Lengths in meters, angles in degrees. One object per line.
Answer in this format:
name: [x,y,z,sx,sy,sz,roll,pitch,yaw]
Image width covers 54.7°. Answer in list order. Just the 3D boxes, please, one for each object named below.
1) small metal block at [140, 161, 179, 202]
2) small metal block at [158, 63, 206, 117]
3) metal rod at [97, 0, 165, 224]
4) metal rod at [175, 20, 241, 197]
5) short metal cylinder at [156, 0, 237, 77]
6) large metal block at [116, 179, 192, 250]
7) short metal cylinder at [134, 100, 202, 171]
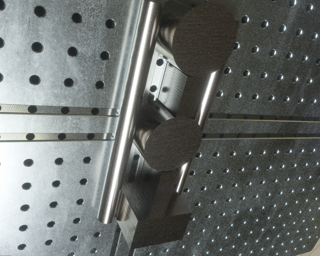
small metal block: [-0.003,0.067,0.434,0.025,0.050,0.050,0,118,-29]
small metal block: [0.025,-0.047,0.378,0.025,0.050,0.050,1,118,-29]
metal rod: [-0.042,-0.001,0.386,0.025,0.025,0.298,1,118,-29]
metal rod: [0.050,-0.002,0.436,0.025,0.025,0.298,1,118,-29]
short metal cylinder: [0.038,-0.104,0.351,0.081,0.050,0.079,-14,124,-21]
large metal block: [-0.014,0.117,0.440,0.081,0.080,0.050,1,118,-29]
short metal cylinder: [0.007,0.009,0.404,0.081,0.050,0.079,-14,124,-21]
